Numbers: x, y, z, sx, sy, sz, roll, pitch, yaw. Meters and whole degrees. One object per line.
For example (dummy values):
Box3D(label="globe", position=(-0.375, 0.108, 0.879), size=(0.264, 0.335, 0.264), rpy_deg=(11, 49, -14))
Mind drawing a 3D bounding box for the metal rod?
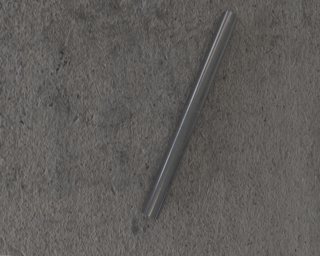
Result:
Box3D(label="metal rod", position=(0.044, -0.023, 0.424), size=(0.025, 0.025, 0.299), rpy_deg=(25, 82, -18))
